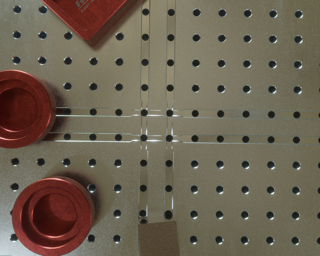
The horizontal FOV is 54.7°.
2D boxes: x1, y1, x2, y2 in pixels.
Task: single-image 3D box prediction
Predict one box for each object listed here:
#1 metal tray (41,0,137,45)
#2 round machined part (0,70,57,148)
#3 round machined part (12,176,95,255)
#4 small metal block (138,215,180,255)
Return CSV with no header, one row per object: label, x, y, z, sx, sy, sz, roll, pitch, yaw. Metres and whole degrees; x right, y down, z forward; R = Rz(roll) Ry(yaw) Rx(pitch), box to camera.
metal tray,-0.082,-0.187,0.409,0.090,0.030,0.130,43,90,0
round machined part,-0.184,-0.023,0.403,0.099,0.042,0.097,0,90,0
round machined part,-0.134,0.111,0.404,0.099,0.042,0.097,0,90,0
small metal block,-0.001,0.147,0.413,0.050,0.025,0.050,-6,90,0
